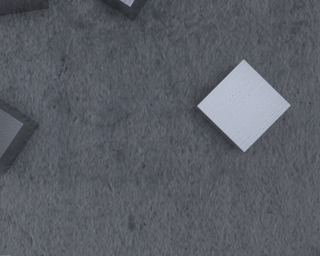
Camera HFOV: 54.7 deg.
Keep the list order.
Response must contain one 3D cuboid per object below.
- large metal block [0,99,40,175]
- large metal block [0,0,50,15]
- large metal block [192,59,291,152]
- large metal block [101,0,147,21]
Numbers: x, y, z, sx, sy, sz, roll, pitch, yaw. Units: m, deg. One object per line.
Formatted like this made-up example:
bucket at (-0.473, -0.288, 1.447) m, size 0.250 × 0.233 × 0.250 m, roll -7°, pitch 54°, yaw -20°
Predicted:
large metal block at (-0.219, 0.006, 0.395) m, size 0.080 × 0.050 × 0.080 m, roll 34°, pitch 90°, yaw -1°
large metal block at (-0.196, -0.196, 0.395) m, size 0.081 × 0.050 × 0.080 m, roll -9°, pitch 90°, yaw -1°
large metal block at (0.101, -0.027, 0.399) m, size 0.080 × 0.050 × 0.080 m, roll 45°, pitch 90°, yaw -1°
large metal block at (-0.048, -0.201, 0.397) m, size 0.080 × 0.050 × 0.080 m, roll 32°, pitch 90°, yaw -1°
